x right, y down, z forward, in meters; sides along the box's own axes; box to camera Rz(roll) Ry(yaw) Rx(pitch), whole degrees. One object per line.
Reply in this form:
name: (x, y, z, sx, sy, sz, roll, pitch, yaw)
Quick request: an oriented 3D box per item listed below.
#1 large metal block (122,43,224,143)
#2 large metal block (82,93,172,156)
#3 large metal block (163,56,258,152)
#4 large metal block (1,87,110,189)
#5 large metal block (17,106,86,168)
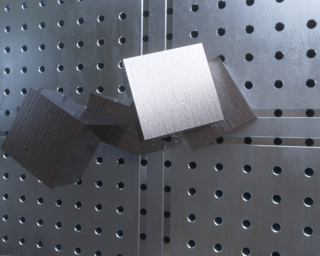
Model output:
large metal block: (0.010, -0.034, 0.322, 0.081, 0.050, 0.080, -14, 85, -10)
large metal block: (-0.040, -0.005, 0.396, 0.080, 0.080, 0.050, 20, 97, 18)
large metal block: (0.060, -0.027, 0.377, 0.080, 0.050, 0.080, -32, 80, 17)
large metal block: (-0.119, 0.010, 0.354, 0.080, 0.050, 0.080, 33, 100, 17)
large metal block: (-0.146, 0.009, 0.433, 0.050, 0.080, 0.080, -7, 88, 19)
